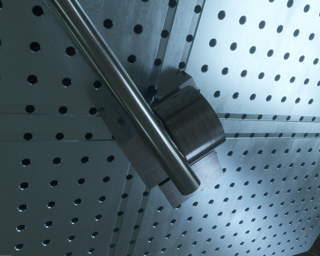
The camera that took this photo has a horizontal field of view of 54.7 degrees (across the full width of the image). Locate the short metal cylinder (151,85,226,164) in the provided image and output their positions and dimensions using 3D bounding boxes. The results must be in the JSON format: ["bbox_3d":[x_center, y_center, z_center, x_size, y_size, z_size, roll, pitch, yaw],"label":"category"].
[{"bbox_3d":[0.031,-0.002,0.360,0.050,0.080,0.080,-32,129,-8],"label":"short metal cylinder"}]

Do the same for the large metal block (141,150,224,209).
[{"bbox_3d":[0.025,0.046,0.417,0.080,0.080,0.050,-33,129,-7],"label":"large metal block"}]

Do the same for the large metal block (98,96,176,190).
[{"bbox_3d":[-0.023,0.014,0.374,0.050,0.080,0.080,-33,129,-7],"label":"large metal block"}]

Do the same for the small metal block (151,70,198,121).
[{"bbox_3d":[0.024,-0.038,0.403,0.050,0.025,0.050,-36,130,-5],"label":"small metal block"}]

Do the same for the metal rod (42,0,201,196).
[{"bbox_3d":[-0.048,-0.054,0.285,0.025,0.025,0.299,-36,108,-5],"label":"metal rod"}]
